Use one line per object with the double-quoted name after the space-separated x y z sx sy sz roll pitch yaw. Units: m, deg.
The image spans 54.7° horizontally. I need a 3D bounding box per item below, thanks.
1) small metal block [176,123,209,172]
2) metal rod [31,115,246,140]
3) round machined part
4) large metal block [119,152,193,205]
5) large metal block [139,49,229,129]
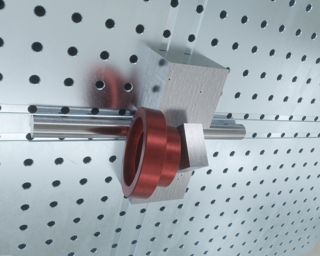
0.029 0.025 0.370 0.025 0.050 0.050 1 74 -29 "small metal block"
-0.007 0.002 0.409 0.303 0.025 0.025 2 118 -29 "metal rod"
-0.009 0.029 0.339 0.042 0.098 0.097 11 114 -17 "round machined part"
-0.003 0.054 0.427 0.081 0.050 0.079 1 118 -29 "large metal block"
0.027 -0.046 0.381 0.081 0.050 0.079 0 118 -29 "large metal block"
